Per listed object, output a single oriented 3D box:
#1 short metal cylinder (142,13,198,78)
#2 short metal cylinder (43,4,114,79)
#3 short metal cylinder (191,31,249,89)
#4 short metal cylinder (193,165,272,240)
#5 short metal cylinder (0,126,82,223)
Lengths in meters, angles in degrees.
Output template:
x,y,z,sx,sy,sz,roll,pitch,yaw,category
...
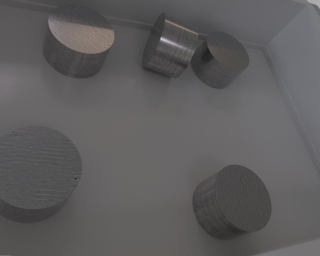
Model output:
x,y,z,sx,sy,sz,roll,pitch,yaw,category
0.013,-0.118,0.449,0.050,0.080,0.080,18,55,-18,short metal cylinder
-0.106,-0.111,0.401,0.081,0.050,0.080,14,56,-21,short metal cylinder
0.098,-0.112,0.510,0.081,0.050,0.080,14,56,-21,short metal cylinder
0.088,0.092,0.381,0.081,0.050,0.080,14,56,-21,short metal cylinder
-0.121,0.045,0.297,0.081,0.050,0.080,14,56,-21,short metal cylinder
